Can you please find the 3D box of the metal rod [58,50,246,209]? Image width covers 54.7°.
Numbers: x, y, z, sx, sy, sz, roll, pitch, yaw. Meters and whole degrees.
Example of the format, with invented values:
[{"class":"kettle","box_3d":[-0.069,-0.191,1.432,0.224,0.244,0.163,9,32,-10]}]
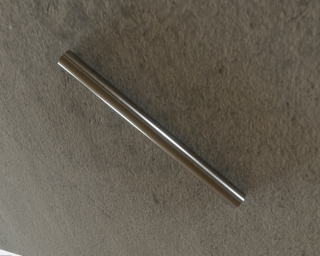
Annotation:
[{"class":"metal rod","box_3d":[-0.011,0.001,0.411,0.300,0.025,0.025,39,129,1]}]
